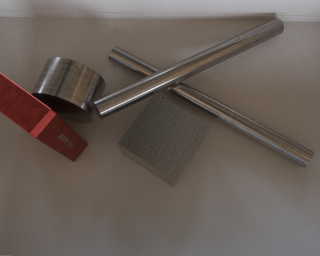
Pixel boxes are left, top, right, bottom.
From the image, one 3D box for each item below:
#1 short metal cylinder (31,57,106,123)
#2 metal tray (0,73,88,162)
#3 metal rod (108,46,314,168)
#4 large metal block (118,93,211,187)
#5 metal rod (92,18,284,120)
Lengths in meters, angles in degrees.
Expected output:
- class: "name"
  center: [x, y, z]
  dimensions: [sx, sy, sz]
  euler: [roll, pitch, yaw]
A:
- class: "short metal cylinder"
  center: [-0.116, -0.046, 0.396]
  dimensions: [0.080, 0.080, 0.050]
  euler: [15, 71, 5]
- class: "metal tray"
  center: [-0.141, -0.009, 0.355]
  dimensions: [0.090, 0.130, 0.030]
  euler: [34, 77, 11]
- class: "metal rod"
  center: [0.061, -0.033, 0.422]
  dimensions: [0.301, 0.025, 0.025]
  euler: [30, 73, 10]
- class: "large metal block"
  center: [0.006, 0.016, 0.391]
  dimensions: [0.080, 0.050, 0.080]
  euler: [32, 73, 10]
- class: "metal rod"
  center: [0.051, -0.087, 0.420]
  dimensions: [0.302, 0.025, 0.025]
  euler: [-28, 73, -19]
